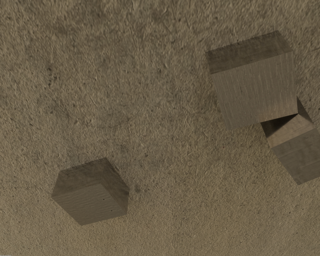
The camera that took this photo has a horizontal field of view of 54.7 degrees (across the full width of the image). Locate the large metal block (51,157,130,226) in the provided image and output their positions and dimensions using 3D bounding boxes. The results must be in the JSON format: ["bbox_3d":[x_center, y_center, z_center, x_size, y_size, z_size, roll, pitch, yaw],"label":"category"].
[{"bbox_3d":[-0.103,0.099,0.474,0.080,0.050,0.080,-18,128,14],"label":"large metal block"}]

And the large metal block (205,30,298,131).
[{"bbox_3d":[0.103,-0.051,0.348,0.080,0.050,0.080,-15,129,12],"label":"large metal block"}]

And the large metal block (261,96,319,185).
[{"bbox_3d":[0.165,0.009,0.380,0.050,0.080,0.080,-30,124,23],"label":"large metal block"}]
